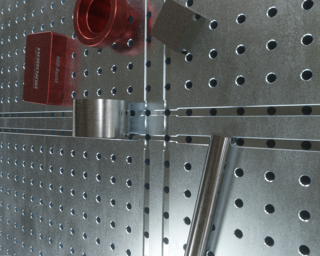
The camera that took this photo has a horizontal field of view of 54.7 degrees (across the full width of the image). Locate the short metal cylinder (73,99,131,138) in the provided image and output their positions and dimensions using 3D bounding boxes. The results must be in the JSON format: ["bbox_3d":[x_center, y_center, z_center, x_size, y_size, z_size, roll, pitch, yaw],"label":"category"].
[{"bbox_3d":[-0.082,-0.013,0.439,0.080,0.081,0.050,2,91,39],"label":"short metal cylinder"}]

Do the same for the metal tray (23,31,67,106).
[{"bbox_3d":[-0.218,-0.110,0.583,0.090,0.030,0.129,9,96,39],"label":"metal tray"}]

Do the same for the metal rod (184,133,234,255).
[{"bbox_3d":[0.042,0.152,0.372,0.025,0.025,0.298,18,101,38],"label":"metal rod"}]

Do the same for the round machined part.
[{"bbox_3d":[-0.083,-0.168,0.465,0.098,0.042,0.097,0,90,39],"label":"round machined part"}]

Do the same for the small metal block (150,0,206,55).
[{"bbox_3d":[0.021,-0.128,0.390,0.050,0.025,0.050,42,115,31],"label":"small metal block"}]
